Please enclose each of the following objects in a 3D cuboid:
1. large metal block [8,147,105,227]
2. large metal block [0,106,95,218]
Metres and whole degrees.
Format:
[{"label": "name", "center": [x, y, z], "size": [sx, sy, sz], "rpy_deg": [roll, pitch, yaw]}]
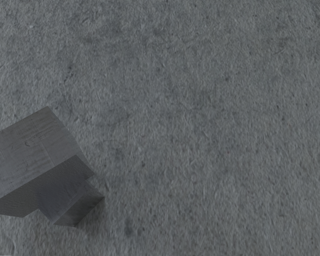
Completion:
[{"label": "large metal block", "center": [-0.116, 0.065, 0.354], "size": [0.080, 0.080, 0.050], "rpy_deg": [42, 75, 13]}, {"label": "large metal block", "center": [-0.114, 0.035, 0.280], "size": [0.080, 0.080, 0.050], "rpy_deg": [-31, 73, -11]}]
